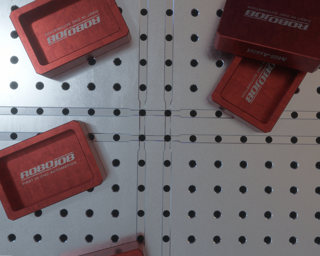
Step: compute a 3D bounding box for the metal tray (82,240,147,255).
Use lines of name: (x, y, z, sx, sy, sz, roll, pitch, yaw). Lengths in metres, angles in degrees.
metal tray: (-0.075, 0.213, 0.410, 0.131, 0.030, 0.089, -15, 90, -1)

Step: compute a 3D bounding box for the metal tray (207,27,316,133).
metal tray: (0.135, -0.069, 0.412, 0.090, 0.030, 0.130, 32, 90, -1)

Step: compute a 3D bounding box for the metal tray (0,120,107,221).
metal tray: (-0.149, 0.054, 0.408, 0.131, 0.030, 0.090, -23, 90, -1)

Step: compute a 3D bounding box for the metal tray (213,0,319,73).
metal tray: (0.143, -0.129, 0.390, 0.131, 0.030, 0.090, 16, 70, 7)

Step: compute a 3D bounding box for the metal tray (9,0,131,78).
metal tray: (-0.116, -0.133, 0.409, 0.131, 0.030, 0.090, -25, 90, -1)
